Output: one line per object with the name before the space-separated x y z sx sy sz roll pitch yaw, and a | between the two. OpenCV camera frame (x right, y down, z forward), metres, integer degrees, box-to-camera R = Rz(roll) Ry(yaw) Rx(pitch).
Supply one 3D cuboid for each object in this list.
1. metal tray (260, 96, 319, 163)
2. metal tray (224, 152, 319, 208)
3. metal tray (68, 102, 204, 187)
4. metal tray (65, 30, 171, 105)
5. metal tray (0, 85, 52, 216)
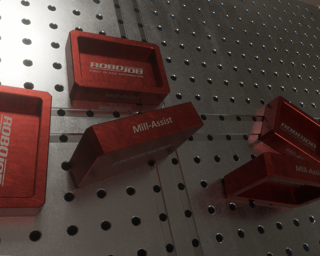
metal tray | 0.238 0.014 0.527 0.130 0.030 0.090 32 51 -8
metal tray | 0.164 0.073 0.412 0.131 0.090 0.030 13 57 -22
metal tray | -0.026 0.017 0.343 0.131 0.090 0.030 -16 71 -35
metal tray | -0.057 -0.081 0.424 0.131 0.030 0.090 2 61 -28
metal tray | -0.160 0.019 0.307 0.091 0.030 0.130 7 59 -25
